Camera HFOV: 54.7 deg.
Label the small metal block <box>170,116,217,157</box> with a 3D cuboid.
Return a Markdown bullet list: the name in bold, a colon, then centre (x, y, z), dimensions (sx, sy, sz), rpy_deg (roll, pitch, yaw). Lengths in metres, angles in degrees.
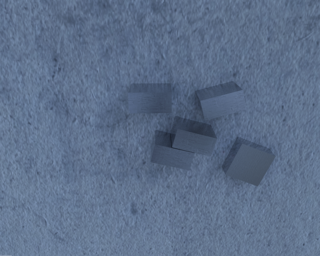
- **small metal block**: centre (0.042, 0.010, 0.401), dimensions (0.050, 0.050, 0.025), rpy_deg (14, 110, -6)

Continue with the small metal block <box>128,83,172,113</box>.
- **small metal block**: centre (-0.012, -0.038, 0.382), dimensions (0.050, 0.050, 0.025), rpy_deg (0, 110, 0)

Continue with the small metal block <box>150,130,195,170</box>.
- **small metal block**: centre (0.015, 0.028, 0.407), dimensions (0.050, 0.050, 0.025), rpy_deg (13, 110, -5)

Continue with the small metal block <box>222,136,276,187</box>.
- **small metal block**: centre (0.122, 0.046, 0.429), dimensions (0.050, 0.025, 0.050), rpy_deg (21, 109, -8)

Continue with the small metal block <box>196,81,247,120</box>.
- **small metal block**: centre (0.074, -0.035, 0.385), dimensions (0.050, 0.050, 0.025), rpy_deg (-14, 110, 5)
